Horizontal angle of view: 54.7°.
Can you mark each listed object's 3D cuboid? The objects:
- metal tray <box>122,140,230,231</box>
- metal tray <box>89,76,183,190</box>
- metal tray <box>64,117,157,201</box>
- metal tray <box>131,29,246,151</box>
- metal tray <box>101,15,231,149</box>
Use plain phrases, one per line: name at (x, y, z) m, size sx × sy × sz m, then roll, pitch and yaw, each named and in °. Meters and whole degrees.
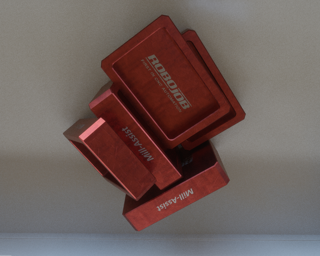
metal tray at (0.017, 0.068, 0.400) m, size 0.130 × 0.090 × 0.030 m, roll -31°, pitch 108°, yaw 10°
metal tray at (-0.024, 0.002, 0.374) m, size 0.030 × 0.090 × 0.130 m, roll -35°, pitch 107°, yaw 12°
metal tray at (-0.065, 0.032, 0.366) m, size 0.030 × 0.130 × 0.090 m, roll -44°, pitch 107°, yaw -17°
metal tray at (0.036, -0.046, 0.392) m, size 0.090 × 0.030 × 0.130 m, roll -32°, pitch 106°, yaw 12°
metal tray at (0.008, -0.050, 0.356) m, size 0.090 × 0.030 × 0.130 m, roll -35°, pitch 106°, yaw 12°
